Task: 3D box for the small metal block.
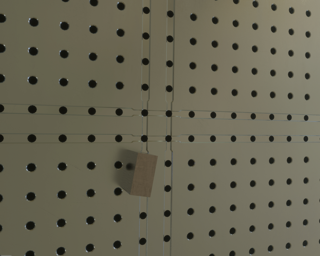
[{"bbox_3d":[-0.027,0.056,0.389,0.025,0.050,0.050,12,86,-20],"label":"small metal block"}]
